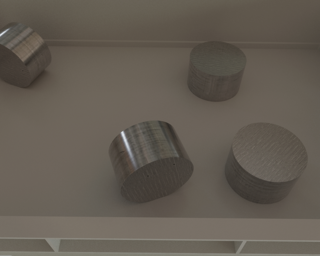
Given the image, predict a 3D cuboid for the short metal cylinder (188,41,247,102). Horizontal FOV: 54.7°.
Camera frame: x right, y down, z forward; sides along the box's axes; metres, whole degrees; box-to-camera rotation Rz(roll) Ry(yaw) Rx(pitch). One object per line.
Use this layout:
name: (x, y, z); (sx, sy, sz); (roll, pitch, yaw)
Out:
short metal cylinder: (0.083, -0.085, 0.461); (0.081, 0.050, 0.080); (0, 50, 0)

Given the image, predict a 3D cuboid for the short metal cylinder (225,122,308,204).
short metal cylinder: (0.119, 0.040, 0.357); (0.081, 0.050, 0.080); (0, 50, 0)

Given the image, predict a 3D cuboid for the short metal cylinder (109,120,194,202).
short metal cylinder: (-0.010, 0.037, 0.338); (0.081, 0.080, 0.050); (-15, 52, -13)

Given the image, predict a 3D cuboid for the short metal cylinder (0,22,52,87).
short metal cylinder: (-0.210, -0.107, 0.456); (0.080, 0.080, 0.050); (17, 52, 13)
